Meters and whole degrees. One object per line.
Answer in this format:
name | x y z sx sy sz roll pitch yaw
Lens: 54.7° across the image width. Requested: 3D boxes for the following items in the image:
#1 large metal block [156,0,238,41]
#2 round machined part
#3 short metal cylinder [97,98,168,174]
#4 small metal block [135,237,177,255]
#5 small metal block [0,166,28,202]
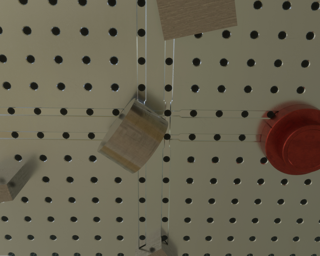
large metal block | 0.036 -0.148 0.346 0.080 0.050 0.079 -11 110 3
round machined part | 0.191 0.021 0.415 0.099 0.042 0.097 0 110 -1
short metal cylinder | -0.034 0.010 0.387 0.050 0.080 0.080 35 106 -12
small metal block | -0.005 0.210 0.491 0.050 0.025 0.050 -32 108 10
small metal block | -0.220 0.079 0.426 0.050 0.050 0.025 -9 110 3
